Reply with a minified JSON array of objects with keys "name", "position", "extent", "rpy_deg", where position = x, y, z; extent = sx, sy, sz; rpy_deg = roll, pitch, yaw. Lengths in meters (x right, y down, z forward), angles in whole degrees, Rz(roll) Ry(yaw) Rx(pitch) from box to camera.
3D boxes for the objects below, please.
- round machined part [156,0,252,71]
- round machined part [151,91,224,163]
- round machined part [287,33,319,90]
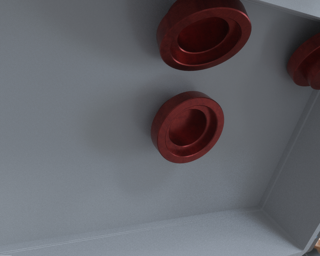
[{"name":"round machined part","position":[0.044,-0.108,0.335],"extent":[0.099,0.042,0.098],"rpy_deg":[-11,156,-5]},{"name":"round machined part","position":[0.032,-0.005,0.412],"extent":[0.099,0.042,0.097],"rpy_deg":[-14,124,-21]},{"name":"round machined part","position":[0.240,-0.093,0.448],"extent":[0.099,0.042,0.098],"rpy_deg":[-13,148,-8]}]
